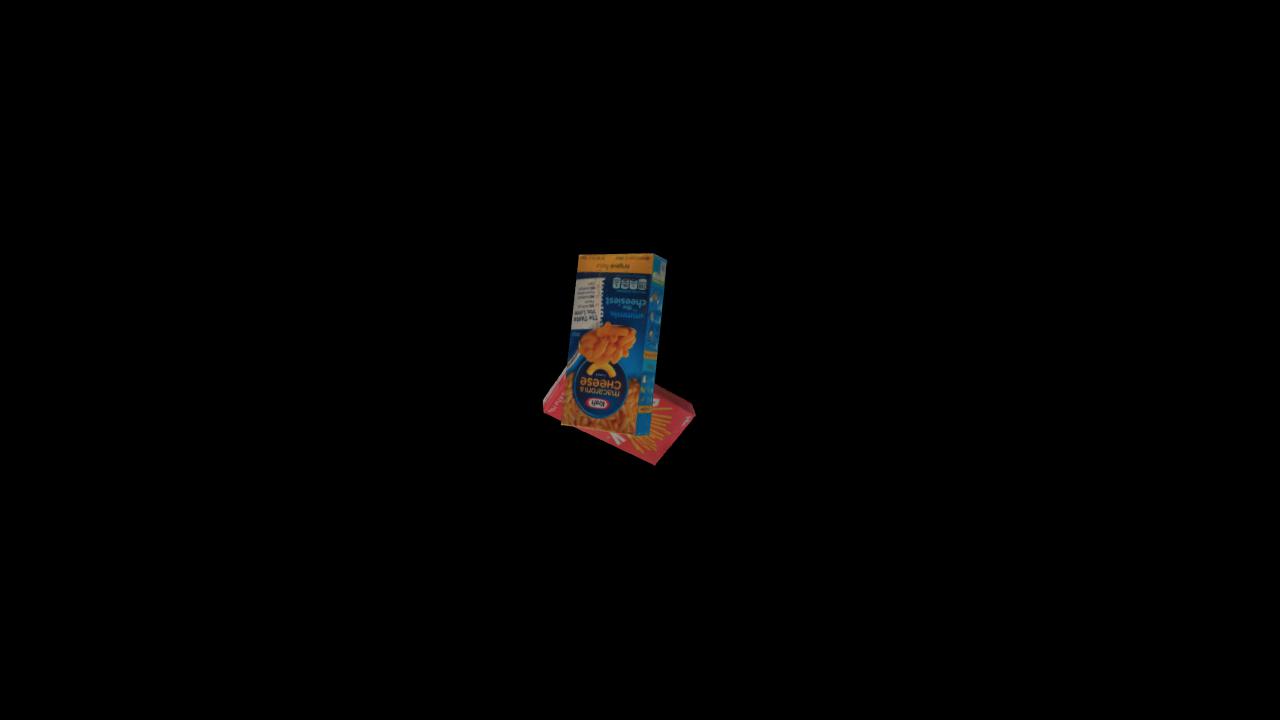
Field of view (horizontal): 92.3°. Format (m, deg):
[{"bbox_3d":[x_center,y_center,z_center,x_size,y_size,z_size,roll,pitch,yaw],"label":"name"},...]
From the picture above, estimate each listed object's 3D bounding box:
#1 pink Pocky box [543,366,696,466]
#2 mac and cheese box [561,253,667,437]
[{"bbox_3d":[-0.022,0.054,0.692,0.155,0.084,0.029,29,21,-22],"label":"pink Pocky box"},{"bbox_3d":[-0.028,-0.017,0.643,0.093,0.184,0.041,5,-2,26],"label":"mac and cheese box"}]
